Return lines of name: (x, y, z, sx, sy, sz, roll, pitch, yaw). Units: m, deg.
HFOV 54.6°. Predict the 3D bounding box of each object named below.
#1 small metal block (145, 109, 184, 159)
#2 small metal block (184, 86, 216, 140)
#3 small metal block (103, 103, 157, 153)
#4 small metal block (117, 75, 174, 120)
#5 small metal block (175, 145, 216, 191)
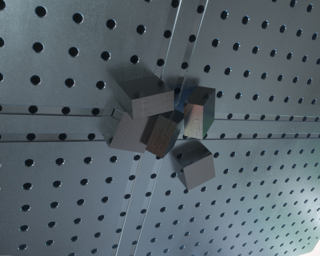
small metal block: (0.009, 0.005, 0.401, 0.050, 0.025, 0.050, -68, 169, 20)
small metal block: (0.053, -0.021, 0.409, 0.050, 0.025, 0.050, -50, 144, -48)
small metal block: (-0.036, 0.001, 0.391, 0.050, 0.025, 0.050, 13, 112, -34)
small metal block: (-0.017, -0.037, 0.362, 0.050, 0.050, 0.025, -15, 125, -20)
small metal block: (0.056, 0.062, 0.479, 0.050, 0.025, 0.050, -24, 127, -14)
